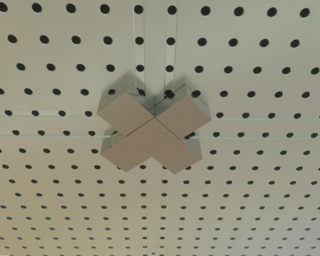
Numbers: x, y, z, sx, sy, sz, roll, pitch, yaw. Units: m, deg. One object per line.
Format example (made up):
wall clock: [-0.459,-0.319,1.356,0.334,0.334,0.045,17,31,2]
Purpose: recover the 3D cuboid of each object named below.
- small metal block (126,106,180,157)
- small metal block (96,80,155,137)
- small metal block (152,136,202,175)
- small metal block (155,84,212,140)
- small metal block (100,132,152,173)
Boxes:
small metal block: [-0.009,0.006,0.415,0.050,0.025,0.050,-34,123,25]
small metal block: [-0.042,-0.023,0.391,0.050,0.025,0.050,-33,123,25]
small metal block: [0.024,0.034,0.441,0.050,0.025,0.050,-33,123,25]
small metal block: [0.029,-0.019,0.395,0.050,0.025,0.050,-34,123,25]
small metal block: [-0.047,0.030,0.437,0.050,0.025,0.050,-34,123,25]
